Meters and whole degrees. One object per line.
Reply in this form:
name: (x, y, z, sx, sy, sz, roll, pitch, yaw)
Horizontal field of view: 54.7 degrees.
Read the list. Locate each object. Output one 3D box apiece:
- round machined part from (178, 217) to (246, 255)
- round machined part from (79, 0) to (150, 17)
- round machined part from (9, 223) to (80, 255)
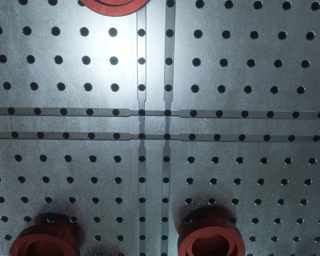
round machined part: (0.075, 0.176, 0.470, 0.099, 0.042, 0.097, 0, 110, -1)
round machined part: (-0.049, -0.174, 0.340, 0.099, 0.042, 0.097, 0, 110, -1)
round machined part: (-0.171, 0.186, 0.471, 0.099, 0.042, 0.097, 0, 110, -1)
